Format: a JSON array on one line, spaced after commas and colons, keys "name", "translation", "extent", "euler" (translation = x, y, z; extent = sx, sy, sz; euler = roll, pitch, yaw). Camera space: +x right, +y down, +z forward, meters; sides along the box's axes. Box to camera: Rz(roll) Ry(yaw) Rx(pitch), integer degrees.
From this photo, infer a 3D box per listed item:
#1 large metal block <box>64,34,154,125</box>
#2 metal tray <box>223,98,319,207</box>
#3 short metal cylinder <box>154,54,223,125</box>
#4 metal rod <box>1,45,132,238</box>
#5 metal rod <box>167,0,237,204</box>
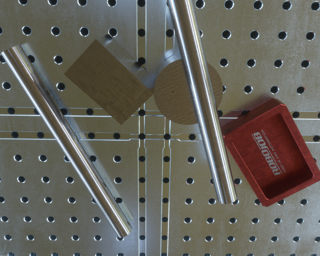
[{"name": "large metal block", "translation": [-0.053, -0.060, 0.361], "extent": [0.080, 0.080, 0.050], "euler": [43, 105, -14]}, {"name": "metal tray", "translation": [0.151, 0.036, 0.426], "extent": [0.090, 0.030, 0.130], "euler": [-31, 108, 10]}, {"name": "short metal cylinder", "translation": [0.033, -0.050, 0.382], "extent": [0.081, 0.050, 0.079], "euler": [0, 110, -1]}, {"name": "metal rod", "translation": [-0.117, 0.031, 0.423], "extent": [0.025, 0.025, 0.299], "euler": [-24, 109, 8]}, {"name": "metal rod", "translation": [0.045, -0.046, 0.343], "extent": [0.025, 0.025, 0.298], "euler": [-15, 110, 5]}]
